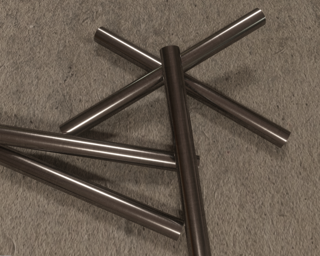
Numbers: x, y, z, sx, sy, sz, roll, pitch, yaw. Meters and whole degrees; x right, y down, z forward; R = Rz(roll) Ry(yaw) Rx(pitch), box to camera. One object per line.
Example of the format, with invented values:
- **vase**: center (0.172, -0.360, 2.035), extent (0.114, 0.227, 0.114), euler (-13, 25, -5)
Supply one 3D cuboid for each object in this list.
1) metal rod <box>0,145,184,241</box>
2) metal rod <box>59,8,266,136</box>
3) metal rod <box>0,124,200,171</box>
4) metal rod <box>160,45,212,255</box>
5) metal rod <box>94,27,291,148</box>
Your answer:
- **metal rod**: center (-0.115, 0.067, 0.382), extent (0.301, 0.025, 0.025), euler (21, 71, 7)
- **metal rod**: center (0.005, -0.071, 0.409), extent (0.301, 0.025, 0.025), euler (-31, 73, -2)
- **metal rod**: center (-0.101, 0.023, 0.385), extent (0.302, 0.025, 0.025), euler (9, 70, -3)
- **metal rod**: center (0.032, 0.048, 0.362), extent (0.025, 0.025, 0.298), euler (-7, 81, -3)
- **metal rod**: center (0.037, -0.061, 0.430), extent (0.301, 0.025, 0.025), euler (31, 73, 10)
